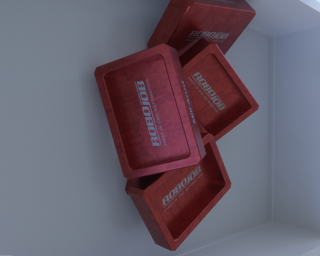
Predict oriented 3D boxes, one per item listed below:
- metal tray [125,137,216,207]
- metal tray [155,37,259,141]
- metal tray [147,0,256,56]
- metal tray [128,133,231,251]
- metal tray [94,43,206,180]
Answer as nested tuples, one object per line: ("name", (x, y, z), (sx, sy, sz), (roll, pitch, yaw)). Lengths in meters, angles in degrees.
("metal tray", (0.022, 0.057, 0.424), (0.131, 0.030, 0.090), (21, 77, -38))
("metal tray", (0.067, -0.047, 0.428), (0.090, 0.030, 0.130), (-39, 123, 10))
("metal tray", (0.057, -0.132, 0.413), (0.131, 0.089, 0.030), (-12, 61, -40))
("metal tray", (0.031, 0.075, 0.392), (0.131, 0.030, 0.090), (-37, 113, -34))
("metal tray", (-0.011, -0.016, 0.342), (0.030, 0.090, 0.129), (-19, 93, -72))
